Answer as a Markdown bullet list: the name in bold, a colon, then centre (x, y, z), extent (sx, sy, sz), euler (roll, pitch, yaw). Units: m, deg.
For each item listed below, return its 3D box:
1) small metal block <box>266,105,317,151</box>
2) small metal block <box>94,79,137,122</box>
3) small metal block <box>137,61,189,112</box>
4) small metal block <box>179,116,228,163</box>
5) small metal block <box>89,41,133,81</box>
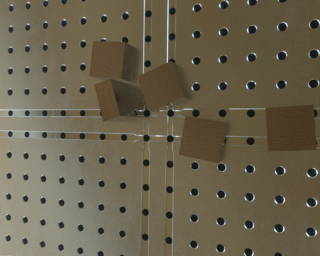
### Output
- **small metal block**: centre (0.151, 0.001, 0.359), extent (0.050, 0.025, 0.050), euler (-3, 89, 20)
- **small metal block**: centre (-0.060, -0.036, 0.421), extent (0.025, 0.050, 0.050), euler (-17, 85, 19)
- **small metal block**: centre (0.004, -0.054, 0.411), extent (0.050, 0.025, 0.050), euler (-21, 83, 18)
- **small metal block**: centre (0.055, 0.014, 0.393), extent (0.050, 0.025, 0.050), euler (10, 94, 19)
- **small metal block**: centre (-0.069, -0.094, 0.437), extent (0.050, 0.025, 0.050), euler (7, 92, 20)
